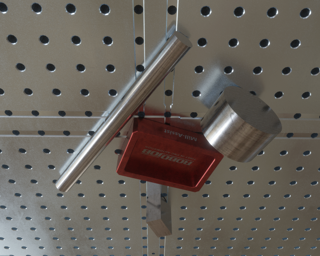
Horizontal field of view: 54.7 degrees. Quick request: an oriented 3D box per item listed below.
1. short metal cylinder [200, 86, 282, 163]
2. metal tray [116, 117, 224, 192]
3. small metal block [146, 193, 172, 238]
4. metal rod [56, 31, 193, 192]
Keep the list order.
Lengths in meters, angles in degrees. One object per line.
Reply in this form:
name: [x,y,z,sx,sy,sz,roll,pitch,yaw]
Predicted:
short metal cylinder: [0.097,-0.005,0.373,0.080,0.080,0.050,21,127,-17]
metal tray: [0.012,0.042,0.444,0.131,0.030,0.089,15,128,-14]
small metal block: [-0.001,0.147,0.521,0.025,0.050,0.050,-17,128,14]
metal rod: [-0.063,-0.003,0.408,0.025,0.025,0.299,29,124,-23]
